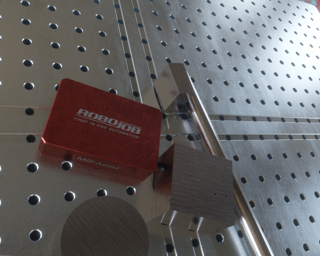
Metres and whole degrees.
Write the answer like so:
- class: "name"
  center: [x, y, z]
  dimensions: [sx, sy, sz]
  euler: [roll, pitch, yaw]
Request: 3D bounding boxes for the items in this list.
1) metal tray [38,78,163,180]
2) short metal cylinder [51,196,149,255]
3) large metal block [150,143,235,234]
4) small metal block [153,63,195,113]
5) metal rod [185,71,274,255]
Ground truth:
- class: "metal tray"
  center: [-0.065, 0.002, 0.370]
  dimensions: [0.131, 0.030, 0.090]
  euler: [18, 55, -18]
- class: "short metal cylinder"
  center: [-0.057, 0.111, 0.295]
  dimensions: [0.081, 0.050, 0.080]
  euler: [14, 56, -21]
- class: "large metal block"
  center: [0.039, 0.074, 0.370]
  dimensions: [0.081, 0.050, 0.080]
  euler: [18, 54, -18]
- class: "small metal block"
  center: [0.019, -0.057, 0.438]
  dimensions: [0.025, 0.050, 0.050]
  euler: [-5, 64, -31]
- class: "metal rod"
  center: [0.083, 0.049, 0.424]
  dimensions: [0.025, 0.025, 0.299]
  euler: [-9, 66, -32]
